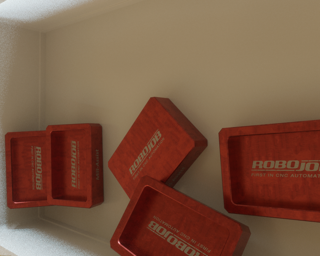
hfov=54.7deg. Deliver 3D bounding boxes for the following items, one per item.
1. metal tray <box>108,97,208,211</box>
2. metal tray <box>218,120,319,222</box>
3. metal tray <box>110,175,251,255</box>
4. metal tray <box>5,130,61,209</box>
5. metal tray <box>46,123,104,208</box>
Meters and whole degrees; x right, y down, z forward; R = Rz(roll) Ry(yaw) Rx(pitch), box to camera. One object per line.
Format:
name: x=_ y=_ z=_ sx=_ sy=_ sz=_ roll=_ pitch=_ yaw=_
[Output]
metal tray: x=-0.009 y=0.035 z=0.409 sx=0.090 sy=0.030 sz=0.129 roll=50 pitch=119 yaw=28
metal tray: x=0.124 y=0.040 z=0.299 sx=0.130 sy=0.030 sz=0.089 roll=-6 pitch=86 yaw=39
metal tray: x=0.016 y=0.116 z=0.328 sx=0.130 sy=0.030 sz=0.090 roll=21 pitch=81 yaw=37
metal tray: x=-0.217 y=0.070 z=0.542 sx=0.030 sy=0.091 sz=0.129 roll=159 pitch=108 yaw=-82
metal tray: x=-0.138 y=0.059 z=0.499 sx=0.090 sy=0.030 sz=0.129 roll=-2 pitch=88 yaw=25
